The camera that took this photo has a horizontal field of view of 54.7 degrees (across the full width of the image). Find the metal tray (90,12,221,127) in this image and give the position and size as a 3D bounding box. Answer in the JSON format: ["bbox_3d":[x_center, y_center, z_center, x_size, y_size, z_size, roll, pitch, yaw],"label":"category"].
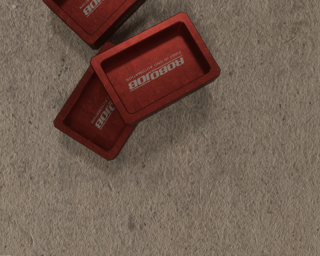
[{"bbox_3d":[-0.005,-0.070,0.376,0.131,0.030,0.090,-30,87,-7],"label":"metal tray"}]

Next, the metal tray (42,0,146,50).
[{"bbox_3d":[-0.075,-0.180,0.406,0.090,0.030,0.130,44,90,-1],"label":"metal tray"}]

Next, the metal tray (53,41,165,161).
[{"bbox_3d":[-0.064,-0.034,0.406,0.090,0.030,0.130,33,90,-1],"label":"metal tray"}]
